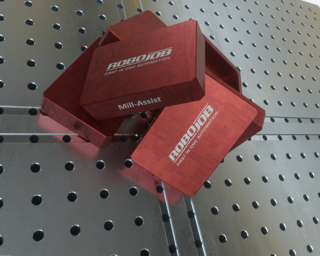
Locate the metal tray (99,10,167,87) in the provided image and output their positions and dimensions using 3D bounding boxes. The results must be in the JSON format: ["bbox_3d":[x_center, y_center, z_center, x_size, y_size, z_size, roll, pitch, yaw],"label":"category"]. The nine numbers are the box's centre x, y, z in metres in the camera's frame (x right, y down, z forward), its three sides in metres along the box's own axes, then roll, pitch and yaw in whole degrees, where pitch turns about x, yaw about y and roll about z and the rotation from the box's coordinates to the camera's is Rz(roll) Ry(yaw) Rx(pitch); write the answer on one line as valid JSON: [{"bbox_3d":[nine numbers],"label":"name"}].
[{"bbox_3d":[-0.016,-0.116,0.443,0.090,0.030,0.131,42,37,-4],"label":"metal tray"}]

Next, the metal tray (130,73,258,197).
[{"bbox_3d":[0.037,0.005,0.363,0.090,0.130,0.030,34,13,-6],"label":"metal tray"}]

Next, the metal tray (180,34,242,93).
[{"bbox_3d":[0.076,-0.080,0.463,0.130,0.030,0.090,32,48,-36],"label":"metal tray"}]

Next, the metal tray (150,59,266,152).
[{"bbox_3d":[0.059,-0.024,0.411,0.130,0.090,0.030,33,51,-7],"label":"metal tray"}]

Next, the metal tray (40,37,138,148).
[{"bbox_3d":[-0.075,-0.049,0.394,0.090,0.030,0.130,34,51,-7],"label":"metal tray"}]

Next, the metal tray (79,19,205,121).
[{"bbox_3d":[-0.018,-0.062,0.339,0.030,0.130,0.090,54,33,-49],"label":"metal tray"}]
